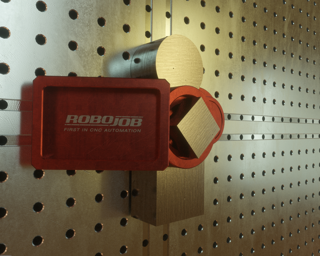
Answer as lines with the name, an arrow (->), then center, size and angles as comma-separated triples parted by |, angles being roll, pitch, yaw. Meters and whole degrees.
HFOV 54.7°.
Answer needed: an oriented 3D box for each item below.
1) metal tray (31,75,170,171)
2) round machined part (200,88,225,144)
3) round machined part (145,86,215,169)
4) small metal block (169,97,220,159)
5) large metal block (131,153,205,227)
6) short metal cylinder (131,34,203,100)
metal tray -> -0.057, -0.004, 0.311 | 0.131, 0.030, 0.089 | 1, 89, -3
round machined part -> 0.055, -0.010, 0.442 | 0.099, 0.042, 0.097 | 0, 90, -40
round machined part -> 0.020, -0.001, 0.377 | 0.099, 0.042, 0.097 | 0, 90, -40
small metal block -> 0.037, -0.001, 0.360 | 0.050, 0.025, 0.050 | -49, 119, -29
large metal block -> 0.011, 0.073, 0.398 | 0.081, 0.050, 0.080 | 1, 90, -40
short metal cylinder -> 0.010, -0.075, 0.400 | 0.081, 0.050, 0.080 | 0, 90, -40
